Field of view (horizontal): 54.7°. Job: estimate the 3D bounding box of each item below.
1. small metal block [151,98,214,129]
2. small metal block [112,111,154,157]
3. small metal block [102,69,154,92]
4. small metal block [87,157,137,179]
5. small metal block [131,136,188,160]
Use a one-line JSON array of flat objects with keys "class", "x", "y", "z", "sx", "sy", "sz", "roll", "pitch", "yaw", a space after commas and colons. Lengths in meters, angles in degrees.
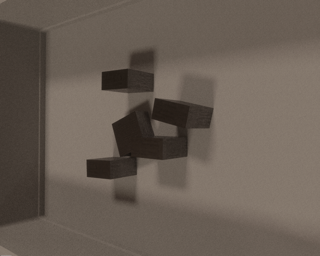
[{"class": "small metal block", "x": 0.027, "y": -0.017, "z": 0.367, "sx": 0.050, "sy": 0.050, "sz": 0.025, "roll": 17, "pitch": 101, "yaw": 38}, {"class": "small metal block", "x": -0.037, "y": 0.009, "z": 0.435, "sx": 0.050, "sy": 0.025, "sz": 0.050, "roll": -26, "pitch": 74, "yaw": 37}, {"class": "small metal block", "x": -0.044, "y": -0.063, "z": 0.425, "sx": 0.050, "sy": 0.050, "sz": 0.025, "roll": 2, "pitch": 92, "yaw": 39}, {"class": "small metal block", "x": -0.069, "y": 0.057, "z": 0.445, "sx": 0.050, "sy": 0.050, "sz": 0.025, "roll": -3, "pitch": 89, "yaw": 39}, {"class": "small metal block", "x": 0.000, "y": 0.024, "z": 0.389, "sx": 0.050, "sy": 0.050, "sz": 0.025, "roll": 1, "pitch": 91, "yaw": 39}]
